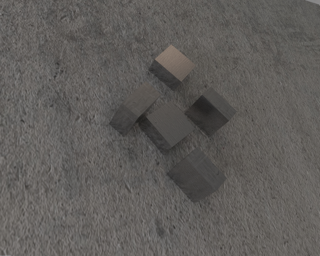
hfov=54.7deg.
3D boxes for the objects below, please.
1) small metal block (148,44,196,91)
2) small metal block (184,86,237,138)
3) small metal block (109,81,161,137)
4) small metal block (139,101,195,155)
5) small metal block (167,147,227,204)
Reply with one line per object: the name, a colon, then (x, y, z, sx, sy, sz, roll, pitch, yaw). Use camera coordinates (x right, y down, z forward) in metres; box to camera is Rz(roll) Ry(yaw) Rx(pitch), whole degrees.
small metal block: (0.019, -0.092, 0.469, 0.050, 0.025, 0.050, 40, 51, -1)
small metal block: (0.071, -0.022, 0.439, 0.050, 0.050, 0.025, 45, 51, 3)
small metal block: (-0.031, -0.023, 0.385, 0.025, 0.050, 0.050, 41, 51, 0)
small metal block: (0.010, -0.001, 0.409, 0.050, 0.025, 0.050, 49, 51, 6)
small metal block: (0.043, 0.058, 0.375, 0.050, 0.050, 0.025, 47, 51, 5)
